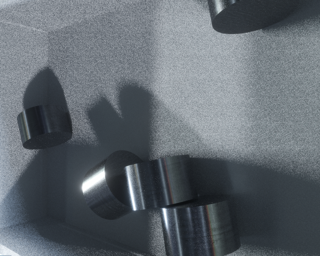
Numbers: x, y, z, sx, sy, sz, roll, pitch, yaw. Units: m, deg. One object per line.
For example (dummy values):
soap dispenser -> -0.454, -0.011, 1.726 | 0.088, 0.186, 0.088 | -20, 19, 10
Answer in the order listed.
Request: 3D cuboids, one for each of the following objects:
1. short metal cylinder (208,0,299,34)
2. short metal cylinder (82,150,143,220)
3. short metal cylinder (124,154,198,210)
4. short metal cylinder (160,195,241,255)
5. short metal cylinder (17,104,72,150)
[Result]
short metal cylinder -> 0.086, -0.132, 0.300 | 0.080, 0.081, 0.050 | -14, 81, 39
short metal cylinder -> -0.055, 0.077, 0.417 | 0.050, 0.081, 0.080 | -35, 69, 35
short metal cylinder -> 0.001, 0.064, 0.371 | 0.080, 0.081, 0.050 | -19, 78, 38
short metal cylinder -> 0.043, 0.105, 0.336 | 0.080, 0.081, 0.050 | -14, 81, 39
short metal cylinder -> -0.199, -0.001, 0.536 | 0.080, 0.081, 0.050 | -30, 71, 36
